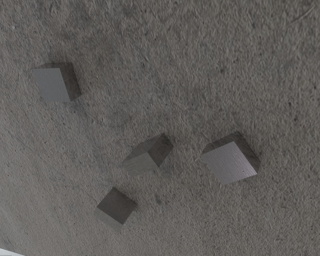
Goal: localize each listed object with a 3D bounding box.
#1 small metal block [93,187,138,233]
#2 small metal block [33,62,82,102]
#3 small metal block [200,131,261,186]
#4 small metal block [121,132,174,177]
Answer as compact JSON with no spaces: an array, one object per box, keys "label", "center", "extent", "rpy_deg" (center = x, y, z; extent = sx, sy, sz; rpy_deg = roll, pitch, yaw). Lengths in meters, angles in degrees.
[{"label":"small metal block","center":[-0.073,0.134,0.513],"extent":[0.050,0.050,0.025],"rpy_deg":[33,129,7]},{"label":"small metal block","center":[-0.147,-0.066,0.444],"extent":[0.050,0.025,0.050],"rpy_deg":[4,120,26]},{"label":"small metal block","center":[0.088,0.038,0.384],"extent":[0.050,0.025,0.050],"rpy_deg":[-29,102,37]},{"label":"small metal block","center":[-0.016,0.037,0.422],"extent":[0.050,0.050,0.025],"rpy_deg":[-25,105,37]}]
